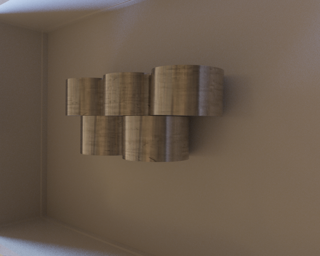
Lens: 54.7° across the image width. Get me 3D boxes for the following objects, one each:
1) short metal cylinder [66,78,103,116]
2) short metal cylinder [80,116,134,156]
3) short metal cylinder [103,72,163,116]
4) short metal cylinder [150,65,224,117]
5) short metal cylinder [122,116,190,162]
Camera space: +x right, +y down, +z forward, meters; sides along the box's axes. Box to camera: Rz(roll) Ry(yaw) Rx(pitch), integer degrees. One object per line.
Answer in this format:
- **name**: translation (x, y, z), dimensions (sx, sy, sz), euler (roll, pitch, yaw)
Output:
- **short metal cylinder**: translation (-0.094, -0.042, 0.447), dimensions (0.080, 0.081, 0.050), euler (1, 91, 40)
- **short metal cylinder**: translation (-0.068, 0.009, 0.425), dimensions (0.080, 0.081, 0.050), euler (1, 91, 40)
- **short metal cylinder**: translation (-0.032, -0.040, 0.395), dimensions (0.080, 0.081, 0.050), euler (1, 91, 40)
- **short metal cylinder**: translation (0.030, -0.038, 0.344), dimensions (0.080, 0.081, 0.050), euler (3, 92, 40)
- **short metal cylinder**: translation (-0.005, 0.011, 0.373), dimensions (0.080, 0.081, 0.050), euler (1, 91, 40)
